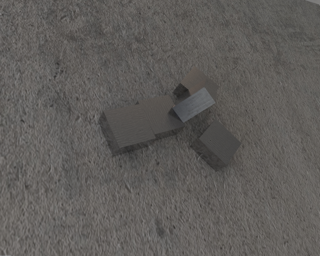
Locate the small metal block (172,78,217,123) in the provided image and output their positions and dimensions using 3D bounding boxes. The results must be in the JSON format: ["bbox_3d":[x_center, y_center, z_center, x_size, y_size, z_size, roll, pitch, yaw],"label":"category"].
[{"bbox_3d":[0.048,-0.038,0.419,0.025,0.050,0.050,53,22,-11],"label":"small metal block"}]

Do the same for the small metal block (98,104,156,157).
[{"bbox_3d":[-0.041,0.002,0.380,0.050,0.025,0.050,-14,69,-34],"label":"small metal block"}]

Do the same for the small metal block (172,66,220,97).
[{"bbox_3d":[0.055,-0.058,0.469,0.050,0.025,0.050,39,51,-2],"label":"small metal block"}]

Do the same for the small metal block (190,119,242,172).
[{"bbox_3d":[0.078,0.024,0.431,0.050,0.025,0.050,44,51,2],"label":"small metal block"}]

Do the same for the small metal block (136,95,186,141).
[{"bbox_3d":[-0.003,-0.013,0.410,0.050,0.025,0.050,-15,69,-34],"label":"small metal block"}]
